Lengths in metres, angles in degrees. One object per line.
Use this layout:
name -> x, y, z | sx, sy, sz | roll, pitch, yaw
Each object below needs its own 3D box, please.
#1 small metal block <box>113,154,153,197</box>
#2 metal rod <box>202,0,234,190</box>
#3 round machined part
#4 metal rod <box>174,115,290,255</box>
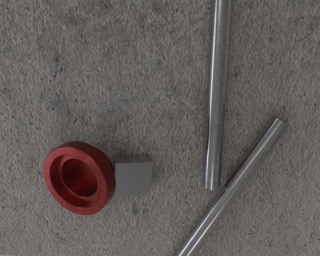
small metal block -> -0.038, 0.065, 0.427 | 0.050, 0.025, 0.050 | -1, 111, -15
metal rod -> 0.072, -0.059, 0.388 | 0.025, 0.025, 0.298 | 0, 110, 0
round machined part -> -0.101, 0.062, 0.411 | 0.098, 0.042, 0.097 | 8, 112, 20
metal rod -> 0.088, 0.112, 0.451 | 0.025, 0.025, 0.298 | 27, 108, -10
